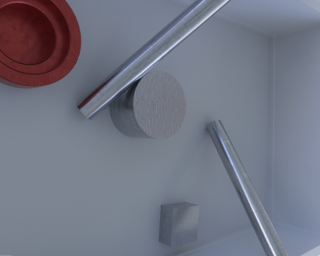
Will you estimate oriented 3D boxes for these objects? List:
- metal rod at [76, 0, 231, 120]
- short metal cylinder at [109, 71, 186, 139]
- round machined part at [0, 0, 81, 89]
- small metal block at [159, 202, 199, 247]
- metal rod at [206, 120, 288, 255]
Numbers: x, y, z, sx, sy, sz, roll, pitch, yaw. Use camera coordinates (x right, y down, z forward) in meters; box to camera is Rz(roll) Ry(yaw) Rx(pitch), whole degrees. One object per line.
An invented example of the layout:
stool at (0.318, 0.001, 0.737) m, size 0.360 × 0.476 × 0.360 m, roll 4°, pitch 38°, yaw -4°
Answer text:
metal rod at (0.030, -0.116, 0.340) m, size 0.300 × 0.025 × 0.025 m, roll -41°, pitch 120°, yaw 0°
short metal cylinder at (-0.014, -0.027, 0.380) m, size 0.081 × 0.050 × 0.079 m, roll 0°, pitch 91°, yaw -40°
round machined part at (-0.128, -0.085, 0.289) m, size 0.099 × 0.042 × 0.097 m, roll 0°, pitch 90°, yaw -40°
small metal block at (0.027, 0.133, 0.432) m, size 0.050 × 0.025 × 0.050 m, roll 6°, pitch 86°, yaw -40°
metal rod at (0.132, 0.119, 0.416) m, size 0.025 × 0.025 × 0.299 m, roll 4°, pitch 54°, yaw -40°
